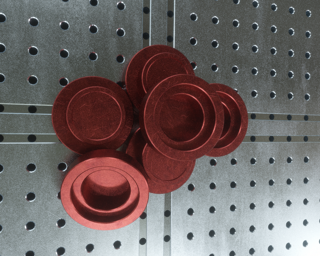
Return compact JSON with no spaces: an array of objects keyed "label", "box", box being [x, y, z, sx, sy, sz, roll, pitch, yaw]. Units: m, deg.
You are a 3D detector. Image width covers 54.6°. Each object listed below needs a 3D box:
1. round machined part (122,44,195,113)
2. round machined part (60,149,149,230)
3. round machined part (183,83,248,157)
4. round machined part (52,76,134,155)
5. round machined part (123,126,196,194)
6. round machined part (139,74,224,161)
[{"label":"round machined part","box":[0.003,-0.060,0.404,0.099,0.042,0.097,0,90,-20]},{"label":"round machined part","box":[-0.063,0.068,0.366,0.099,0.042,0.097,-2,112,-4]},{"label":"round machined part","box":[0.068,-0.011,0.428,0.099,0.042,0.097,0,90,-20]},{"label":"round machined part","box":[-0.079,-0.014,0.374,0.099,0.042,0.097,0,90,-20]},{"label":"round machined part","box":[0.003,0.038,0.404,0.099,0.042,0.097,0,90,-20]},{"label":"round machined part","box":[0.022,-0.012,0.366,0.099,0.042,0.097,0,90,-20]}]
